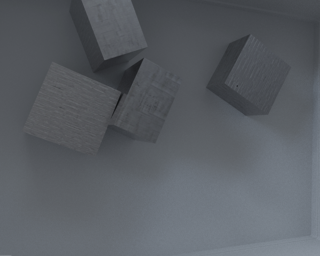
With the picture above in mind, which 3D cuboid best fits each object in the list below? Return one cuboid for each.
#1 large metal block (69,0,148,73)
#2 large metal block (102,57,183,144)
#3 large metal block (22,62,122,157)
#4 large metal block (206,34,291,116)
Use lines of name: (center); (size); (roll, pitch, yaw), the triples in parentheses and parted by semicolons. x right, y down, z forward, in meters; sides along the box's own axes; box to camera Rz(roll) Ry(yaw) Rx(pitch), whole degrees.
large metal block: (-0.063, -0.116, 0.359); (0.050, 0.080, 0.080); (-23, 98, -19)
large metal block: (-0.025, -0.030, 0.373); (0.050, 0.080, 0.080); (26, 81, -19)
large metal block: (-0.102, -0.019, 0.360); (0.080, 0.050, 0.080); (23, 82, -19)
large metal block: (0.127, -0.073, 0.446); (0.080, 0.050, 0.080); (32, 79, -18)
